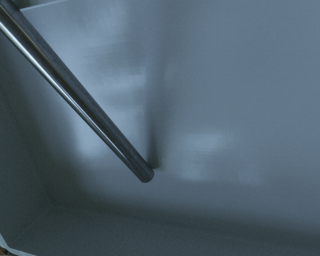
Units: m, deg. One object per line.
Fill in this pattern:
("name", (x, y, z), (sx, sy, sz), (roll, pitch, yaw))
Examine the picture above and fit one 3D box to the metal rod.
("metal rod", (-0.079, -0.017, 0.361), (0.025, 0.025, 0.300), (-1, 143, 29))
